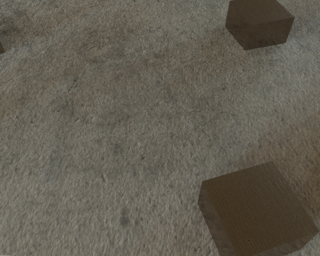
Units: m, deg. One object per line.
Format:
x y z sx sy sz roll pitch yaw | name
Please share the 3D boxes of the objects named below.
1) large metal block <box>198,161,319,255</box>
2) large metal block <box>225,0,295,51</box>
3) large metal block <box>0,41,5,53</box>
0.093 0.089 0.314 0.081 0.050 0.080 -14 52 -12 | large metal block
0.173 -0.187 0.547 0.081 0.050 0.080 -13 51 -11 | large metal block
-0.318 -0.154 0.512 0.081 0.050 0.080 -26 55 -21 | large metal block
